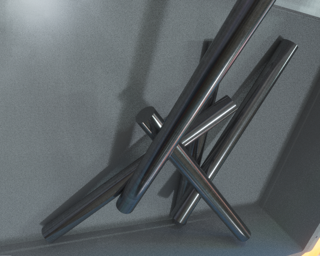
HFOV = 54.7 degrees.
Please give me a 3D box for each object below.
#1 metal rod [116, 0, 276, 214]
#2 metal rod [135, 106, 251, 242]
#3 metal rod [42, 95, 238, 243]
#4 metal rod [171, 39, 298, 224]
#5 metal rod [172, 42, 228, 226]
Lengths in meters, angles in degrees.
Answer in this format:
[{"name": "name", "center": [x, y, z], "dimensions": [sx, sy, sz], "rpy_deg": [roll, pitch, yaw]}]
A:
[{"name": "metal rod", "center": [0.016, -0.001, 0.317], "dimensions": [0.025, 0.025, 0.298], "rpy_deg": [5, 134, -31]}, {"name": "metal rod", "center": [0.061, 0.081, 0.425], "dimensions": [0.025, 0.025, 0.300], "rpy_deg": [-40, 125, -1]}, {"name": "metal rod", "center": [-0.028, 0.055, 0.408], "dimensions": [0.300, 0.025, 0.025], "rpy_deg": [-36, 130, 3]}, {"name": "metal rod", "center": [0.105, 0.008, 0.449], "dimensions": [0.025, 0.025, 0.299], "rpy_deg": [27, 97, -37]}, {"name": "metal rod", "center": [0.053, 0.026, 0.453], "dimensions": [0.025, 0.025, 0.298], "rpy_deg": [-6, 121, -25]}]
